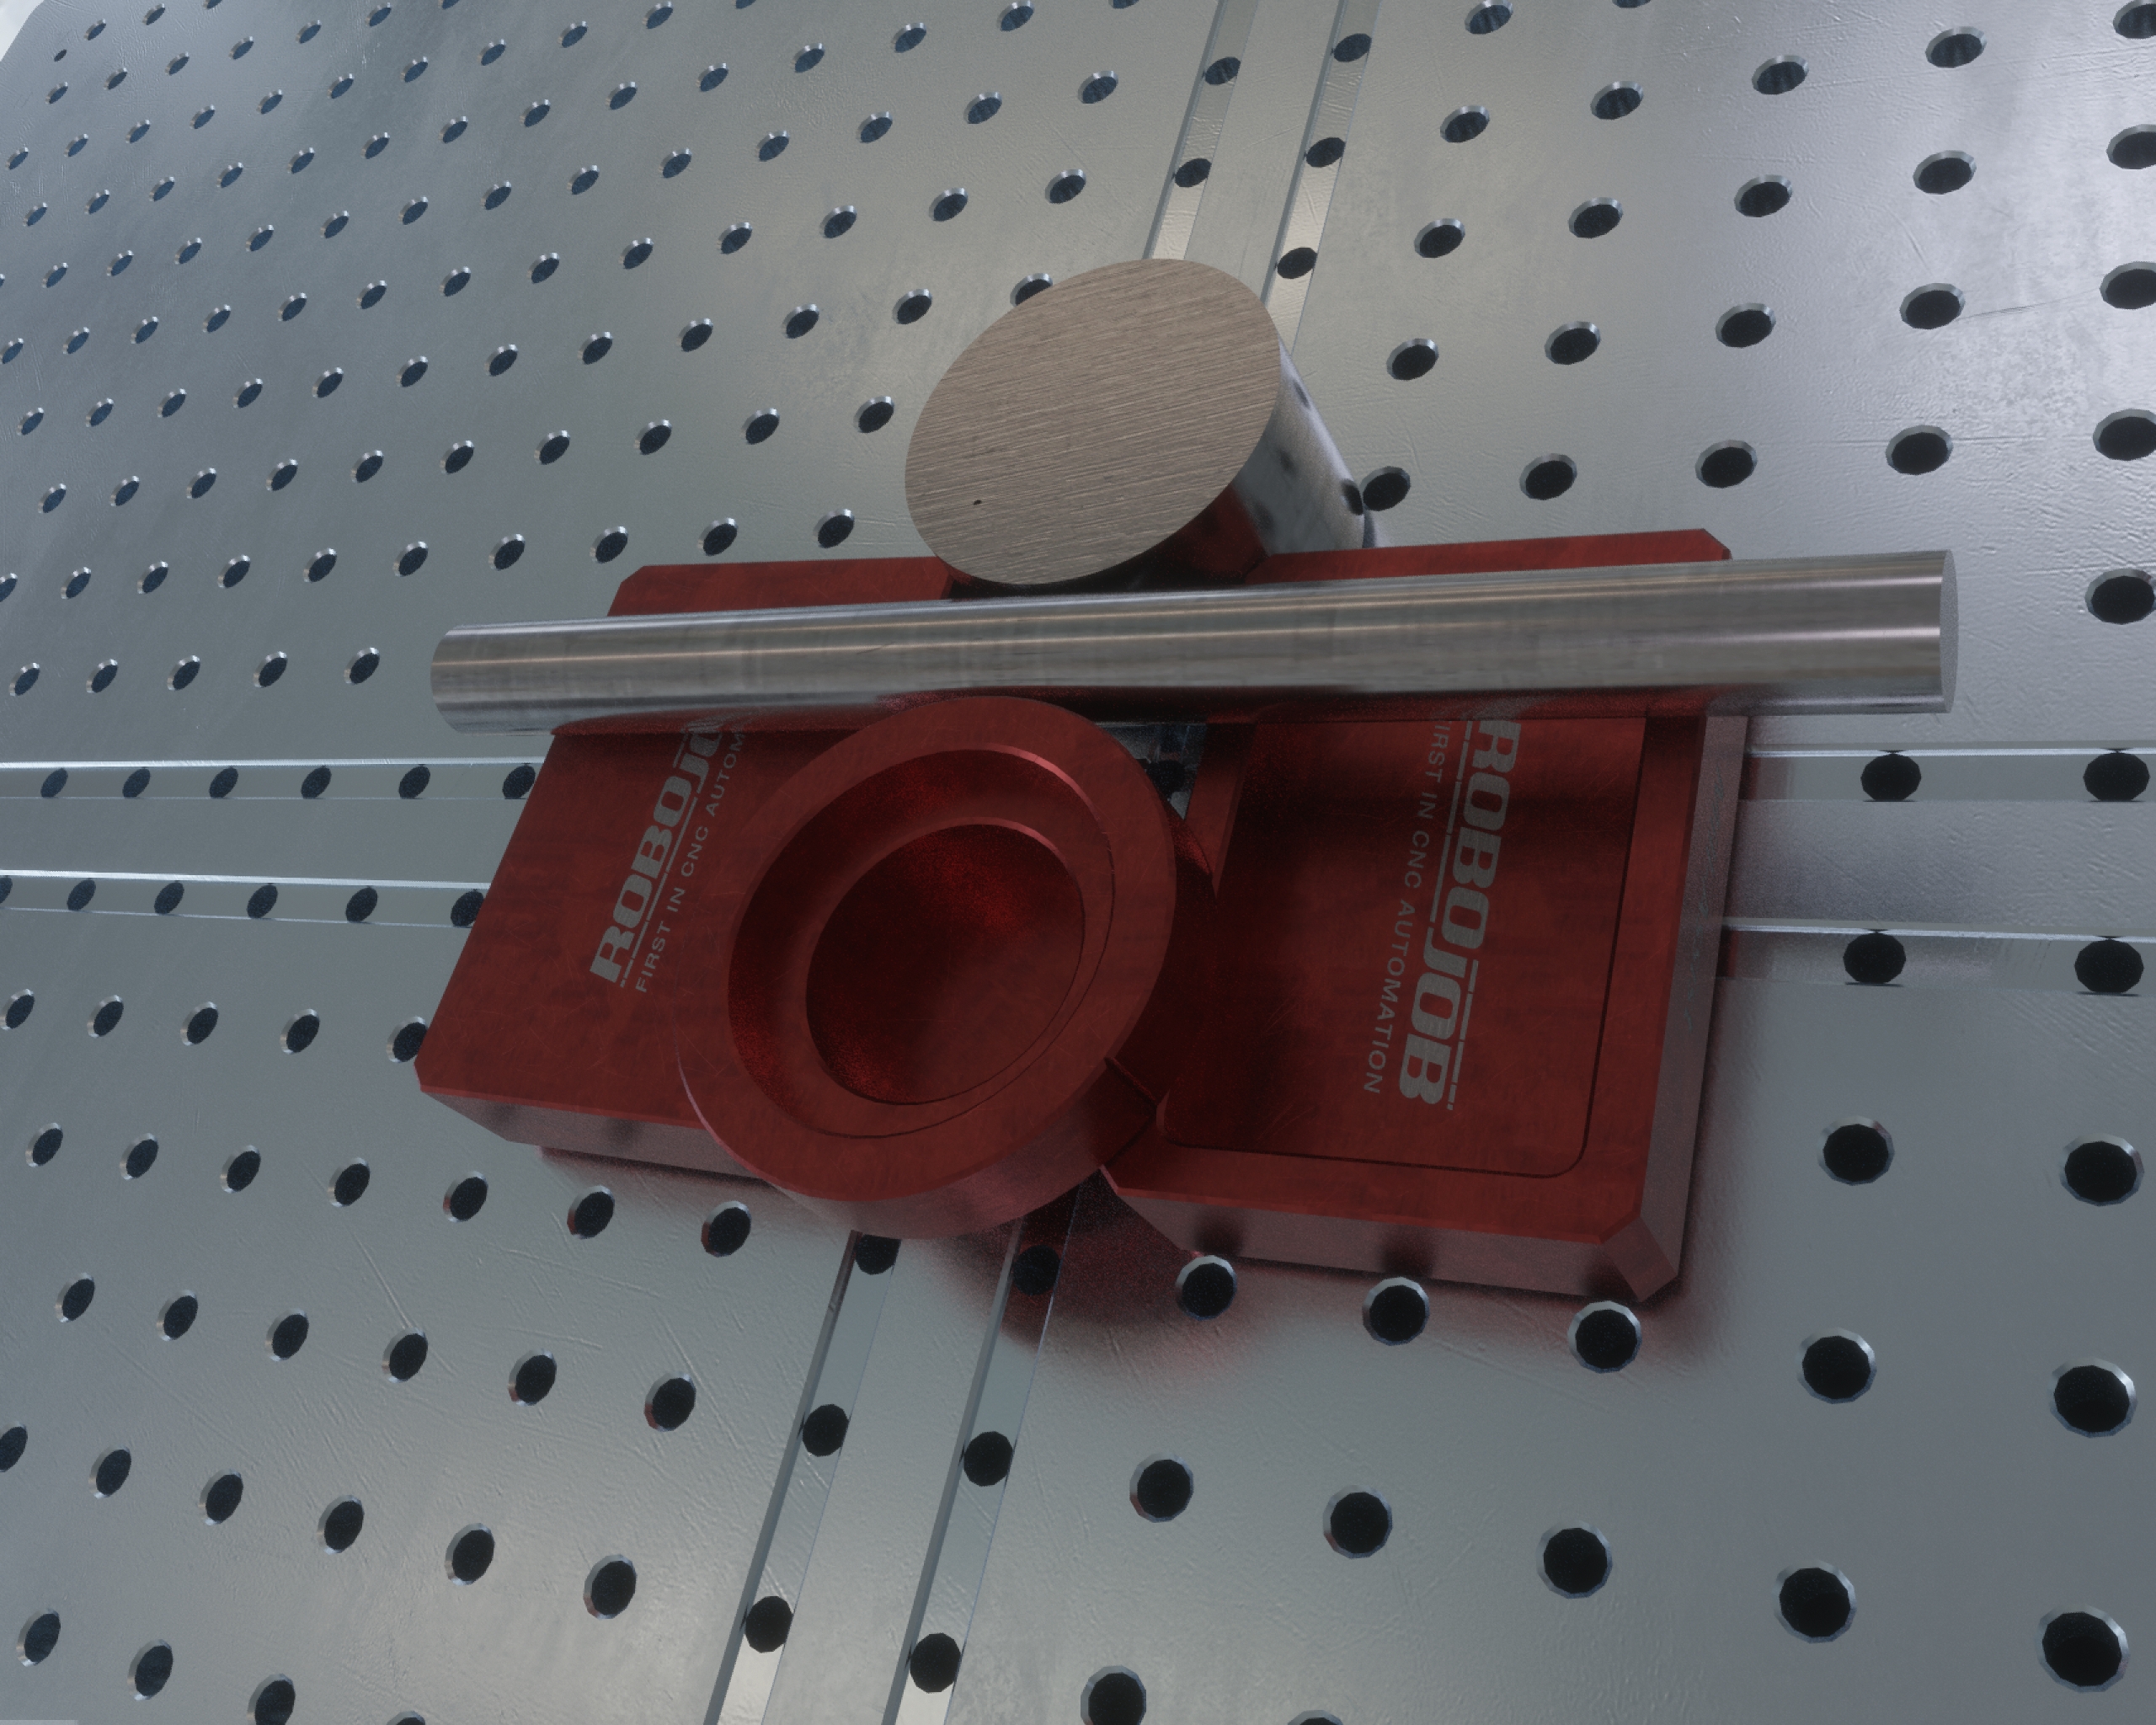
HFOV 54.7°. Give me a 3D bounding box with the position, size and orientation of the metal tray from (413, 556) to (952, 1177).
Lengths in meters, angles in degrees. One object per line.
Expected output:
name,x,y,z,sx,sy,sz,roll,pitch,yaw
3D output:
metal tray,-0.075,-0.002,0.439,0.090,0.030,0.130,3,63,29

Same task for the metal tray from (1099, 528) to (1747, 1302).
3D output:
metal tray,0.063,0.005,0.363,0.090,0.030,0.130,1,62,28

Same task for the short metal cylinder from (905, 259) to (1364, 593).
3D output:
short metal cylinder,0.012,-0.076,0.427,0.080,0.050,0.080,-13,56,21

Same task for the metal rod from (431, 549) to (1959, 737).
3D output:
metal rod,0.000,-0.038,0.387,0.300,0.025,0.025,1,62,28

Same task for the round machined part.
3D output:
round machined part,-0.020,0.022,0.378,0.098,0.042,0.098,-13,56,21
